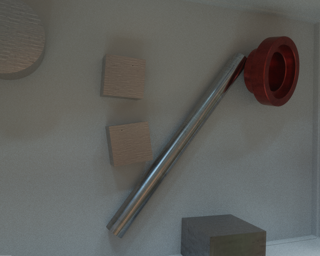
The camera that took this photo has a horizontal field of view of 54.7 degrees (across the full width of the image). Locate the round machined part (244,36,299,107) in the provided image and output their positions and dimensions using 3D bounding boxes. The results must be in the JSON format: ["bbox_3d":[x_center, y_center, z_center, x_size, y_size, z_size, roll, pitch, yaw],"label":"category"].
[{"bbox_3d":[0.159,-0.082,0.450,0.099,0.042,0.097,-11,106,-40],"label":"round machined part"}]

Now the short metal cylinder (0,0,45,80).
[{"bbox_3d":[-0.168,-0.095,0.335,0.081,0.050,0.079,0,90,-21],"label":"short metal cylinder"}]

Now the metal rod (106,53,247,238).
[{"bbox_3d":[0.031,0.015,0.422,0.025,0.025,0.300,41,77,-16],"label":"metal rod"}]

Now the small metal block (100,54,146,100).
[{"bbox_3d":[-0.047,-0.063,0.394,0.050,0.025,0.050,4,89,-20],"label":"small metal block"}]

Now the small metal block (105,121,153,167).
[{"bbox_3d":[-0.040,0.019,0.397,0.050,0.025,0.050,-8,93,-20],"label":"small metal block"}]

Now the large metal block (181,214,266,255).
[{"bbox_3d":[0.082,0.153,0.413,0.081,0.080,0.050,2,90,-20],"label":"large metal block"}]
